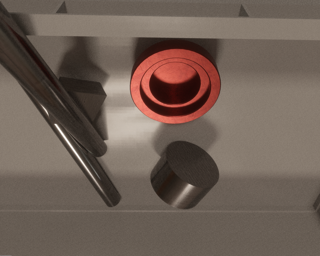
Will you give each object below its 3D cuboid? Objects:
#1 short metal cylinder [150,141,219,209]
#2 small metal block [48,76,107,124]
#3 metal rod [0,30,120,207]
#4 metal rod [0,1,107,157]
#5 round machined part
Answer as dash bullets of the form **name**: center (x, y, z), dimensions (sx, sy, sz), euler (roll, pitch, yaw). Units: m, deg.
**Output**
- **short metal cylinder**: center (0.034, 0.064, 0.428), dimensions (0.081, 0.080, 0.050), euler (19, 127, -16)
- **small metal block**: center (-0.099, -0.030, 0.367), dimensions (0.050, 0.025, 0.050), euler (3, 134, -41)
- **metal rod**: center (-0.122, 0.012, 0.417), dimensions (0.025, 0.025, 0.299), euler (-14, 129, 11)
- **metal rod**: center (-0.094, -0.021, 0.295), dimensions (0.025, 0.025, 0.299), euler (-3, 160, 2)
- **round machined part**: center (0.016, -0.055, 0.351), dimensions (0.099, 0.042, 0.097), euler (-1, 130, 0)
